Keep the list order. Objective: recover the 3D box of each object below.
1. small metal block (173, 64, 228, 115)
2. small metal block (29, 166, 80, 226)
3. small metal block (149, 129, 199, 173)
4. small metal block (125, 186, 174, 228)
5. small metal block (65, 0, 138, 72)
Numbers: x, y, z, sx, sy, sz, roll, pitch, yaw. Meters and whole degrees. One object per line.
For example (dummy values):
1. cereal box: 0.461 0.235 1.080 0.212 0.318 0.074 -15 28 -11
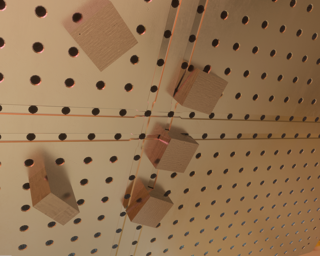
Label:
1. small metal block: 0.054 -0.050 0.409 0.050 0.025 0.050 15 111 -34
2. small metal block: -0.128 0.082 0.375 0.025 0.050 0.050 -39 129 -2
3. small metal block: 0.020 0.034 0.442 0.050 0.025 0.050 14 111 -34
4. small metal block: -0.016 0.122 0.477 0.050 0.025 0.050 29 103 -38
5. small metal block: -0.059 -0.095 0.319 0.050 0.025 0.050 -39 129 -2
